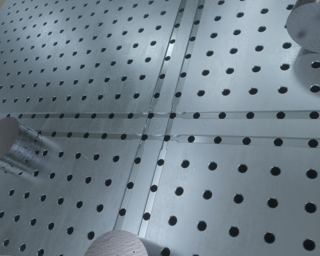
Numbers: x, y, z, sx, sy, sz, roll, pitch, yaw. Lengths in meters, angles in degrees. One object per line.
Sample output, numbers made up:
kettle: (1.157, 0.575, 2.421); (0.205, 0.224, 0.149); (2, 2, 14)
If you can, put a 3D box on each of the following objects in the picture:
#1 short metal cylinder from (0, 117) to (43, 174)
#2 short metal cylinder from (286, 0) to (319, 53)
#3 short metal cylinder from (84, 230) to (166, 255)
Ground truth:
short metal cylinder: (-0.240, 0.029, 0.500); (0.080, 0.050, 0.080); (-13, 56, 21)
short metal cylinder: (0.193, -0.129, 0.351); (0.080, 0.080, 0.050); (20, 73, 35)
short metal cylinder: (-0.035, 0.151, 0.318); (0.080, 0.050, 0.080); (-13, 56, 21)
